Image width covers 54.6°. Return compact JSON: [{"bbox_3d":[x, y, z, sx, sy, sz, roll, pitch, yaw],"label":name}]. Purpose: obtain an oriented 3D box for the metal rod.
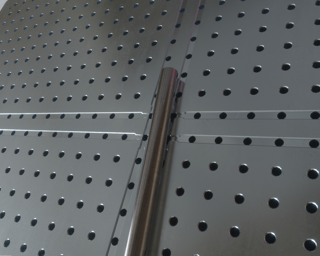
[{"bbox_3d":[-0.010,0.051,0.383,0.025,0.025,0.300,-4,60,26],"label":"metal rod"}]
